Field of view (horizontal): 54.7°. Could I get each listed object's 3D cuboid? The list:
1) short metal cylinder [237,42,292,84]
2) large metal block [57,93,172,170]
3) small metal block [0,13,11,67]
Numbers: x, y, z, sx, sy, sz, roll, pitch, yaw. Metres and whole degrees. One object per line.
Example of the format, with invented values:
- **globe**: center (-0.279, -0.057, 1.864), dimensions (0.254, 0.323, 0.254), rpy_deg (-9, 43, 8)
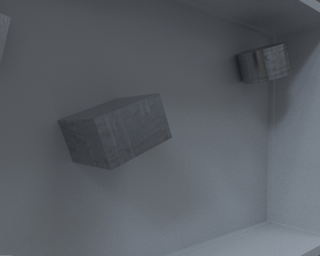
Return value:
- **short metal cylinder**: center (0.175, -0.109, 0.520), dimensions (0.081, 0.080, 0.050), rpy_deg (-26, 107, -37)
- **large metal block**: center (-0.048, 0.001, 0.332), dimensions (0.081, 0.080, 0.050), rpy_deg (-26, 107, -37)
- **small metal block**: center (-0.165, -0.080, 0.269), dimensions (0.050, 0.025, 0.050), rpy_deg (14, 81, -39)
